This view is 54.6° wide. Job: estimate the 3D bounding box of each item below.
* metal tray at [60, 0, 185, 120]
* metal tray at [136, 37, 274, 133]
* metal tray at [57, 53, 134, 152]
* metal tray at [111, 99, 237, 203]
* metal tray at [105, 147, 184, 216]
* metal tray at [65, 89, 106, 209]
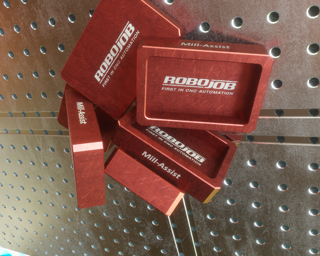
[{"bbox_3d":[-0.045,-0.085,0.356,0.090,0.030,0.129,38,115,-2],"label":"metal tray"},{"bbox_3d":[0.042,-0.044,0.328,0.131,0.030,0.089,4,123,0],"label":"metal tray"},{"bbox_3d":[-0.088,-0.036,0.433,0.090,0.030,0.129,33,129,5],"label":"metal tray"},{"bbox_3d":[0.020,0.018,0.369,0.130,0.090,0.030,33,128,6],"label":"metal tray"},{"bbox_3d":[-0.013,0.061,0.394,0.090,0.130,0.030,33,90,6],"label":"metal tray"},{"bbox_3d":[-0.092,0.019,0.375,0.030,0.130,0.089,-6,125,-17],"label":"metal tray"}]
